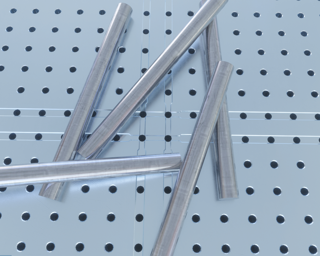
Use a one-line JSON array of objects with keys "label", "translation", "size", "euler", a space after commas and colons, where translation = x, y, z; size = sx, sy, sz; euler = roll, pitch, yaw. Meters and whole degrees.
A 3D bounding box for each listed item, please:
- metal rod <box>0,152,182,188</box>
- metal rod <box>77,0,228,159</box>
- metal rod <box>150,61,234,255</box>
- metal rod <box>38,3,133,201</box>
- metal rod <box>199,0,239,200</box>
[{"label": "metal rod", "translation": [-0.123, 0.052, 0.364], "size": [0.302, 0.025, 0.025], "euler": [-3, 70, -13]}, {"label": "metal rod", "translation": [-0.004, -0.077, 0.424], "size": [0.025, 0.025, 0.300], "euler": [37, 79, 12]}, {"label": "metal rod", "translation": [0.036, 0.054, 0.377], "size": [0.025, 0.025, 0.299], "euler": [19, 77, 6]}, {"label": "metal rod", "translation": [-0.095, -0.049, 0.428], "size": [0.025, 0.025, 0.299], "euler": [15, 70, 5]}, {"label": "metal rod", "translation": [0.079, -0.053, 0.432], "size": [0.025, 0.025, 0.299], "euler": [-2, 70, -1]}]
